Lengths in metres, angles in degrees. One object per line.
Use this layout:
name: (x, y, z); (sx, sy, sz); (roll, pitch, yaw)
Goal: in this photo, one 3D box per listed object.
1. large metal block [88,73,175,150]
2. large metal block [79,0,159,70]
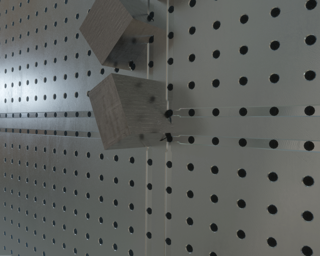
large metal block: (-0.037, -0.020, 0.405); (0.050, 0.081, 0.080); (-31, 71, 36)
large metal block: (-0.061, -0.143, 0.445); (0.080, 0.050, 0.080); (-48, 62, 29)
